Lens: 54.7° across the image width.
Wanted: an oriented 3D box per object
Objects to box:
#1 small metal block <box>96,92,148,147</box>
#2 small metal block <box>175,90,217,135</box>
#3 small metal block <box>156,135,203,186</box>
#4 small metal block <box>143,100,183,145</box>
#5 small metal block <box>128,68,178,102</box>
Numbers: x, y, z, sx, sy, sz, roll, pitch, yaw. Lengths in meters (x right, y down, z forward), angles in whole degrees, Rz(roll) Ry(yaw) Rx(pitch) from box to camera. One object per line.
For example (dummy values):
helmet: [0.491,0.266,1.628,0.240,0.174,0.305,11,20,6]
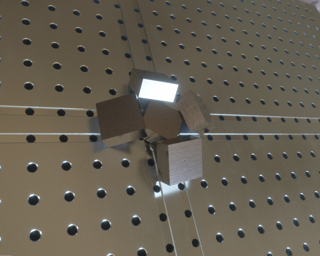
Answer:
small metal block: [-0.046,-0.010,0.375,0.050,0.025,0.050,-16,65,2]
small metal block: [0.051,-0.020,0.435,0.050,0.025,0.050,19,44,-62]
small metal block: [0.025,0.039,0.383,0.050,0.025,0.050,-10,102,-33]
small metal block: [-0.001,-0.005,0.412,0.050,0.025,0.050,28,52,-11]
small metal block: [-0.010,-0.059,0.424,0.050,0.025,0.050,6,23,-25]
